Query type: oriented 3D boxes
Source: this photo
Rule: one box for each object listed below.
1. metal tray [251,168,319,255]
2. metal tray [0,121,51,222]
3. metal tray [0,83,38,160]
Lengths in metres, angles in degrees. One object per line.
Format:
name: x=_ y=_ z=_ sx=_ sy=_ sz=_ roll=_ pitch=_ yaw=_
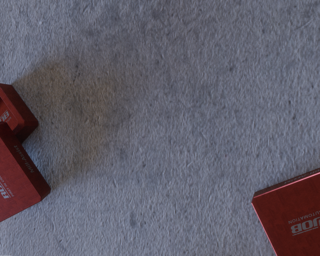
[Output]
metal tray: x=0.181 y=0.094 z=0.343 sx=0.130 sy=0.030 sz=0.090 roll=-26 pitch=82 yaw=17
metal tray: x=-0.239 y=0.066 z=0.465 sx=0.090 sy=0.030 sz=0.130 roll=-28 pitch=99 yaw=13
metal tray: x=-0.267 y=0.003 z=0.498 sx=0.130 sy=0.030 sz=0.090 roll=-43 pitch=77 yaw=14
